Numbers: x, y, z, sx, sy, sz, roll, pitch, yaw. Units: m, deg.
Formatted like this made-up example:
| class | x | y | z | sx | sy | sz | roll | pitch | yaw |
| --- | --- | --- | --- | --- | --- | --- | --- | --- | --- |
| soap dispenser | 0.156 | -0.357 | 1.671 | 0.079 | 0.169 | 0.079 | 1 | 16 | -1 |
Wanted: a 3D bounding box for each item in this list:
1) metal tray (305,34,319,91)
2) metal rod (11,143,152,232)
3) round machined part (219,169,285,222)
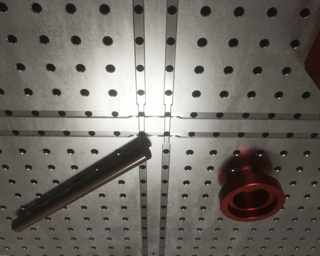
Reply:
| class | x | y | z | sx | sy | sz | roll | pitch | yaw |
| --- | --- | --- | --- | --- | --- | --- | --- | --- | --- |
| metal tray | 0.193 | -0.090 | 0.295 | 0.030 | 0.090 | 0.129 | 5 | 130 | -5 |
| metal rod | -0.138 | 0.104 | 0.498 | 0.300 | 0.025 | 0.025 | -31 | 124 | 23 |
| round machined part | 0.142 | 0.103 | 0.491 | 0.099 | 0.042 | 0.097 | -1 | 130 | 0 |
